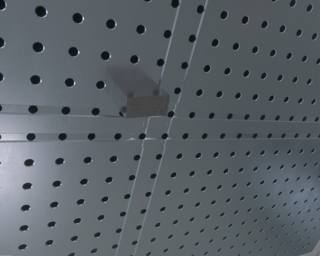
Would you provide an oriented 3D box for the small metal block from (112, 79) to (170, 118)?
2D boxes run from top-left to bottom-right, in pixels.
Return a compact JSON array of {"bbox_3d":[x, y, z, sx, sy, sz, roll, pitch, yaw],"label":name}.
[{"bbox_3d":[-0.023,-0.035,0.360,0.050,0.050,0.025,-6,121,-26],"label":"small metal block"}]
